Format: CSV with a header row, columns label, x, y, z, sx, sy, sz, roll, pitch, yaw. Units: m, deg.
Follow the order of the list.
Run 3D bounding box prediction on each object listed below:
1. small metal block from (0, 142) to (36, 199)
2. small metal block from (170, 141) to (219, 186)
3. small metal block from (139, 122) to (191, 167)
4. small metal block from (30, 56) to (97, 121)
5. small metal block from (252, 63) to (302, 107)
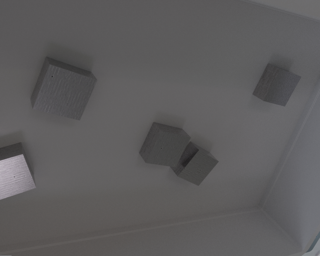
label,x,y,z,sx,sy,sz,roll,pitch,yaw
small metal block,-0.172,0.049,0.345,0.050,0.025,0.050,-17,125,-19
small metal block,0.053,0.055,0.471,0.050,0.025,0.050,30,101,-38
small metal block,0.007,0.024,0.427,0.050,0.025,0.050,13,112,-34
small metal block,-0.102,-0.041,0.328,0.050,0.025,0.050,15,110,-35
small metal block,0.175,-0.064,0.465,0.050,0.025,0.050,9,114,-32
